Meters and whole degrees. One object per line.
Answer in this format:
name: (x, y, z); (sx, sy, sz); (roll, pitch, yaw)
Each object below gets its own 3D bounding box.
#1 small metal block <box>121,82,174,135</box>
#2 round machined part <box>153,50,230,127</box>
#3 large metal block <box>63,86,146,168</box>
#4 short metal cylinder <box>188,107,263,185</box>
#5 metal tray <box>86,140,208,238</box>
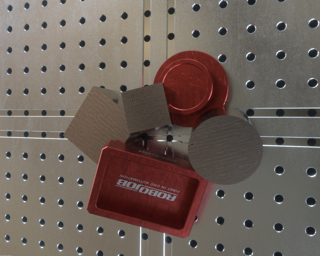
small metal block: (-0.014, -0.022, 0.368); (0.050, 0.025, 0.050); (-13, 83, 8)
round machined part: (0.036, -0.050, 0.390); (0.098, 0.042, 0.097); (0, 90, 20)
large metal block: (-0.070, 0.000, 0.424); (0.080, 0.050, 0.080); (37, 102, 16)
short metal cylinder: (0.074, 0.019, 0.361); (0.080, 0.050, 0.079); (2, 104, 8)
metal tray: (-0.015, 0.076, 0.385); (0.131, 0.030, 0.089); (16, 103, -3)
